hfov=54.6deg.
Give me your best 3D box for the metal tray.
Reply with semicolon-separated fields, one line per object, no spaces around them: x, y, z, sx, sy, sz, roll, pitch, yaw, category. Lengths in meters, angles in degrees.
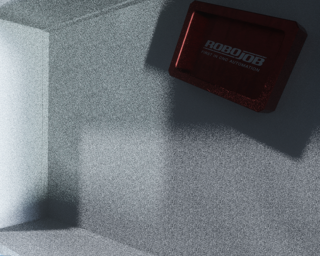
0.077;-0.080;0.340;0.130;0.030;0.089;30;109;36;metal tray
